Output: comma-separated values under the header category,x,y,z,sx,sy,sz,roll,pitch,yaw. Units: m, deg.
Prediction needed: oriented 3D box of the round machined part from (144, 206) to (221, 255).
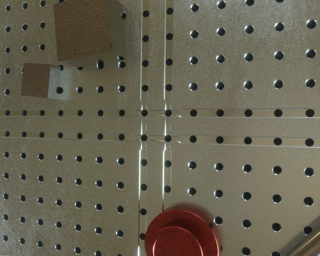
category,x,y,z,sx,sy,sz,roll,pitch,yaw
round machined part,0.025,0.153,0.394,0.098,0.042,0.097,0,90,19

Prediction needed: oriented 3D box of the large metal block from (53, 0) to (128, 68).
category,x,y,z,sx,sy,sz,roll,pitch,yaw
large metal block,-0.096,-0.133,0.432,0.080,0.050,0.080,-6,88,19

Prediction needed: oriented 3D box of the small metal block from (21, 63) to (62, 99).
category,x,y,z,sx,sy,sz,roll,pitch,yaw
small metal block,-0.182,-0.072,0.475,0.050,0.025,0.050,7,92,19

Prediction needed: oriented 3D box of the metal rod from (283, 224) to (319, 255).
category,x,y,z,sx,sy,sz,roll,pitch,yaw
metal rod,0.118,0.196,0.370,0.025,0.025,0.299,45,103,14
